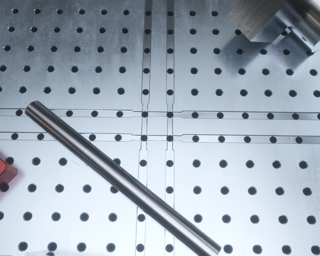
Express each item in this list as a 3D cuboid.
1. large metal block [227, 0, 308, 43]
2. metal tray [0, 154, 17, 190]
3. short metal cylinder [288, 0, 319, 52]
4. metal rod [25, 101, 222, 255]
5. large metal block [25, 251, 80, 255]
[{"bbox_3d":[0.153,-0.166,0.427,0.081,0.080,0.050,-16,64,-49],"label":"large metal block"},{"bbox_3d":[-0.259,0.072,0.381,0.090,0.030,0.130,38,74,12],"label":"metal tray"},{"bbox_3d":[0.232,-0.155,0.440,0.080,0.080,0.050,-33,74,-11],"label":"short metal cylinder"},{"bbox_3d":[-0.054,0.060,0.389,0.300,0.025,0.025,36,74,12],"label":"metal rod"},{"bbox_3d":[-0.106,0.180,0.332,0.080,0.050,0.080,7,70,2],"label":"large metal block"}]
